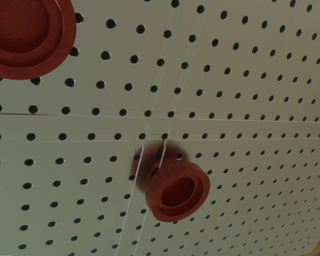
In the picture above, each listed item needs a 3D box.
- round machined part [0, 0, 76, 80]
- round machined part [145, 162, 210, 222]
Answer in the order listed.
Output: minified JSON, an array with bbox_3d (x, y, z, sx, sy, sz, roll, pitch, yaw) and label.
[{"bbox_3d":[-0.127,-0.095,0.271,0.099,0.042,0.097,-14,124,-21],"label":"round machined part"},{"bbox_3d":[0.023,0.091,0.468,0.099,0.042,0.097,-14,124,-21],"label":"round machined part"}]
